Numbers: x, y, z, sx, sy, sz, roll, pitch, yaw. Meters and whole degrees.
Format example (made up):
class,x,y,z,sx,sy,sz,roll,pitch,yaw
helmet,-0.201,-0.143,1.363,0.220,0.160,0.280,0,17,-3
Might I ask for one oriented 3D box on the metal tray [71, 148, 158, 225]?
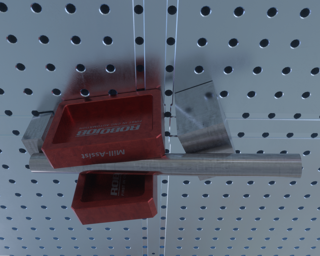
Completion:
class,x,y,z,sx,sy,sz,roll,pitch,yaw
metal tray,-0.050,0.052,0.386,0.090,0.130,0.030,-7,130,5

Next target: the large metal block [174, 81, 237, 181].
class,x,y,z,sx,sy,sz,roll,pitch,yaw
large metal block,0.057,0.003,0.378,0.050,0.080,0.080,-18,128,14

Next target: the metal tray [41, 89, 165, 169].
class,x,y,z,sx,sy,sz,roll,pitch,yaw
metal tray,-0.061,-0.001,0.366,0.131,0.090,0.030,-7,131,5

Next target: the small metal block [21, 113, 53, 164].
class,x,y,z,sx,sy,sz,roll,pitch,yaw
small metal block,-0.151,0.016,0.406,0.025,0.050,0.050,-6,130,5

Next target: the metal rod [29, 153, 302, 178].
class,x,y,z,sx,sy,sz,roll,pitch,yaw
metal rod,-0.005,0.041,0.347,0.301,0.025,0.025,-1,131,12
